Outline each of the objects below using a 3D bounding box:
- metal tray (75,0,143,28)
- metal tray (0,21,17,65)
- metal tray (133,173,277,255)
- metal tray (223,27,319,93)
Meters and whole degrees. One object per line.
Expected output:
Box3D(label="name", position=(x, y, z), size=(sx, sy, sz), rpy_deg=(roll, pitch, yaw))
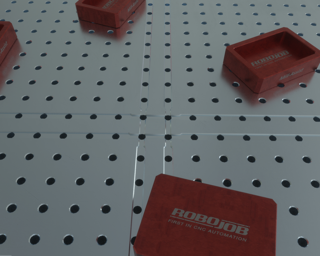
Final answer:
Box3D(label="metal tray", position=(-0.094, -0.253, 0.615), size=(0.090, 0.030, 0.130), rpy_deg=(18, 52, 14))
Box3D(label="metal tray", position=(-0.305, -0.128, 0.507), size=(0.091, 0.030, 0.130), rpy_deg=(3, 50, 2))
Box3D(label="metal tray", position=(0.048, 0.105, 0.317), size=(0.131, 0.030, 0.090), rpy_deg=(12, 51, 9))
Box3D(label="metal tray", position=(0.181, -0.113, 0.501), size=(0.131, 0.030, 0.090), rpy_deg=(-22, 54, -18))
